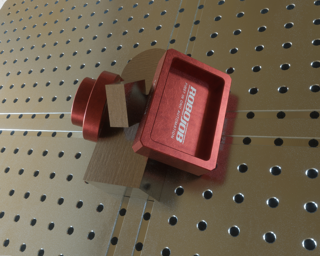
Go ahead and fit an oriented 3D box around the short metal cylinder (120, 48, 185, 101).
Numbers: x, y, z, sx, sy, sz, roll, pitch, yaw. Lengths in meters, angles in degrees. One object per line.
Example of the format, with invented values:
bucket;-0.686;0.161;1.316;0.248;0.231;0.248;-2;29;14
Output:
short metal cylinder;-0.008;-0.064;0.435;0.080;0.050;0.080;-13;56;21

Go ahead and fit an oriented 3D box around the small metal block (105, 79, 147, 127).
small metal block;-0.039;-0.031;0.377;0.025;0.050;0.050;1;105;26

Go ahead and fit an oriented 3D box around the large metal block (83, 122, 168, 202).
large metal block;-0.037;0.040;0.387;0.080;0.050;0.080;2;63;29

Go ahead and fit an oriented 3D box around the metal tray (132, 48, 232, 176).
metal tray;0.030;-0.020;0.365;0.030;0.091;0.130;139;150;-62

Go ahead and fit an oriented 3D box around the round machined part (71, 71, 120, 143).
round machined part;-0.089;-0.031;0.422;0.042;0.098;0.098;16;66;-1
